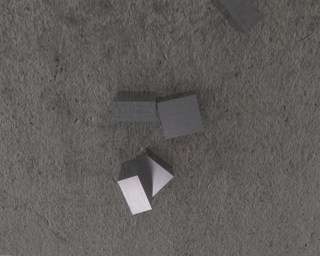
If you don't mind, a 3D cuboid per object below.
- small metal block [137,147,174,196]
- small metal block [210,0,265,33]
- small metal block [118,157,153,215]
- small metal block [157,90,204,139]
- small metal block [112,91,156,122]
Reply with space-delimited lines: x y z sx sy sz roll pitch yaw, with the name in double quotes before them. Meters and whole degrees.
"small metal block" -0.017 0.063 0.433 0.050 0.025 0.050 40 105 -14
"small metal block" 0.084 -0.135 0.347 0.025 0.050 0.050 -41 105 14
"small metal block" -0.030 0.073 0.396 0.025 0.050 0.050 -18 109 6
"small metal block" 0.026 -0.018 0.403 0.050 0.025 0.050 -13 110 4
"small metal block" -0.030 -0.028 0.386 0.050 0.050 0.025 0 110 0
